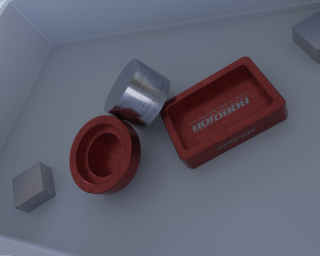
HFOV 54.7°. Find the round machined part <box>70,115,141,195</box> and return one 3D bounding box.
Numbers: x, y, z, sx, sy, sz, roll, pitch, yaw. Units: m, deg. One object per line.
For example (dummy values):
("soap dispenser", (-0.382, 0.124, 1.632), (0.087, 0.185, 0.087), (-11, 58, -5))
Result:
("round machined part", (-0.065, 0.036, 0.395), (0.098, 0.042, 0.098), (-9, 71, 29))

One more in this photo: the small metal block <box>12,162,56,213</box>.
("small metal block", (-0.182, 0.085, 0.447), (0.050, 0.025, 0.050), (-32, 52, 7))

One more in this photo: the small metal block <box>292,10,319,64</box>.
("small metal block", (0.197, -0.113, 0.372), (0.050, 0.025, 0.050), (-30, 52, 8))

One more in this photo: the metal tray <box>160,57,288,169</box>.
("metal tray", (0.072, -0.020, 0.376), (0.130, 0.030, 0.090), (-30, 52, 8))

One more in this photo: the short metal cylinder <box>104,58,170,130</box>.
("short metal cylinder", (-0.031, -0.044, 0.409), (0.080, 0.050, 0.080), (-46, 27, 32))
